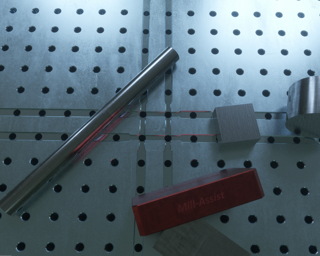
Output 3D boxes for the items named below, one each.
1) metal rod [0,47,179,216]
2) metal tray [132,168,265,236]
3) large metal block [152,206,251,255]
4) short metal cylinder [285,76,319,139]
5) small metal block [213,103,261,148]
[{"bbox_3d":[-0.083,-0.005,0.412,0.025,0.025,0.301,41,75,13],"label":"metal rod"},{"bbox_3d":[0.036,0.077,0.345,0.131,0.090,0.030,-16,85,-7],"label":"metal tray"},{"bbox_3d":[0.040,0.131,0.335,0.080,0.080,0.050,34,73,11],"label":"large metal block"},{"bbox_3d":[0.205,-0.024,0.394,0.080,0.080,0.050,12,71,4],"label":"short metal cylinder"},{"bbox_3d":[0.101,-0.003,0.414,0.050,0.025,0.050,-7,70,-3],"label":"small metal block"}]
